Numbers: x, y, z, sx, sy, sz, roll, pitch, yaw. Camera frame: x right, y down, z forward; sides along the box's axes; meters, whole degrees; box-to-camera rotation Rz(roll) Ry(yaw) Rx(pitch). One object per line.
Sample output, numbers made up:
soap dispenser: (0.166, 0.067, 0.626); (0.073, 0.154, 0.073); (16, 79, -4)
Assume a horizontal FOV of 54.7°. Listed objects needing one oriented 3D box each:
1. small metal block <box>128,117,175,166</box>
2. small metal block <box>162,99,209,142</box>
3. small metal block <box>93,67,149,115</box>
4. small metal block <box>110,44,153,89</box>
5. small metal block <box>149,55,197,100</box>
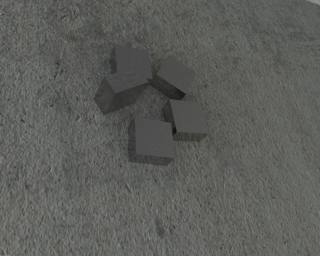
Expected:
small metal block: (-0.012, 0.017, 0.387); (0.050, 0.025, 0.050); (9, 58, -24)
small metal block: (0.035, -0.010, 0.428); (0.050, 0.025, 0.050); (3, 60, -27)
small metal block: (-0.050, -0.047, 0.389); (0.050, 0.050, 0.025); (-25, 76, -37)
small metal block: (-0.041, -0.085, 0.433); (0.050, 0.025, 0.050); (6, 59, -25)
small metal block: (0.020, -0.073, 0.459); (0.050, 0.025, 0.050); (33, 51, -7)
